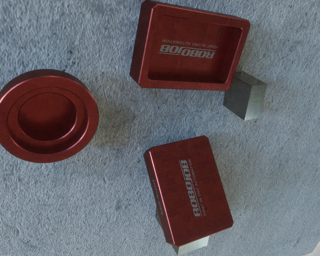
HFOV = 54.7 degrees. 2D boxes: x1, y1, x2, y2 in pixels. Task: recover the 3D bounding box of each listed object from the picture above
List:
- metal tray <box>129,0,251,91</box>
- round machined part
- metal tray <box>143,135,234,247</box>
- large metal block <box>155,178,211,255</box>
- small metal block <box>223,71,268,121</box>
[{"bbox_3d":[0.036,-0.092,0.365,0.131,0.030,0.089,-2,119,-28],"label":"metal tray"},{"bbox_3d":[-0.118,-0.015,0.322,0.099,0.042,0.097,-14,124,-21],"label":"round machined part"},{"bbox_3d":[0.038,0.082,0.423,0.091,0.030,0.129,-12,80,-22],"label":"metal tray"},{"bbox_3d":[0.035,0.128,0.469,0.050,0.080,0.079,-9,123,-24],"label":"large metal block"},{"bbox_3d":[0.115,-0.045,0.426,0.025,0.050,0.050,-10,123,-23],"label":"small metal block"}]
